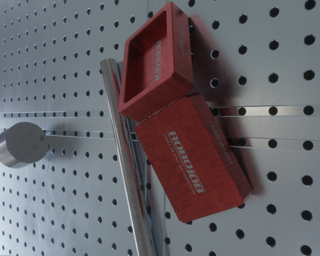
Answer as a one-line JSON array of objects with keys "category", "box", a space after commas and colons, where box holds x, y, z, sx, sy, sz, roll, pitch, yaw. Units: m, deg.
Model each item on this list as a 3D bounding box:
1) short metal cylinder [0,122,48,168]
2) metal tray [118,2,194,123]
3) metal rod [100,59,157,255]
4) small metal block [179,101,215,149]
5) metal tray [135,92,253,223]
[{"category": "short metal cylinder", "box": [-0.264, 0.033, 0.591, 0.050, 0.081, 0.080, -21, 77, 38]}, {"category": "metal tray", "box": [-0.007, -0.081, 0.375, 0.090, 0.030, 0.130, -31, 45, 35]}, {"category": "metal rod", "box": [-0.047, 0.042, 0.448, 0.025, 0.025, 0.299, -21, 77, 38]}, {"category": "small metal block", "box": [0.039, 0.000, 0.377, 0.050, 0.025, 0.050, -29, 72, 36]}, {"category": "metal tray", "box": [0.035, 0.036, 0.360, 0.090, 0.030, 0.130, -31, 83, 35]}]
